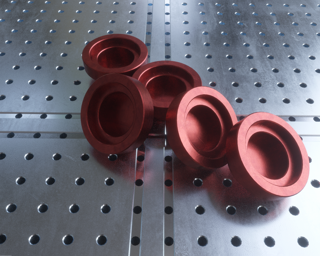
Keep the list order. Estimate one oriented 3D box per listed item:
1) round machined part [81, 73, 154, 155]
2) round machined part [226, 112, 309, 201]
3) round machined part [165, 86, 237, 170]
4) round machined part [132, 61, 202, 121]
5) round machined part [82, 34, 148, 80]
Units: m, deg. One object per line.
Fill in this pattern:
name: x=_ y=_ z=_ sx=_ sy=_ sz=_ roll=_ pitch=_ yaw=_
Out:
round machined part: x=-0.049 y=-0.016 z=0.387 sx=0.098 sy=0.097 sz=0.042 roll=38 pitch=16 yaw=27
round machined part: x=0.116 y=0.034 z=0.353 sx=0.099 sy=0.042 sz=0.098 roll=10 pitch=63 yaw=-21
round machined part: x=0.046 y=0.002 z=0.374 sx=0.099 sy=0.042 sz=0.098 roll=9 pitch=74 yaw=-33
round machined part: x=0.008 y=-0.048 z=0.437 sx=0.099 sy=0.042 sz=0.098 roll=0 pitch=50 yaw=0
round machined part: x=-0.068 y=-0.100 z=0.480 sx=0.099 sy=0.042 sz=0.098 roll=0 pitch=50 yaw=0
